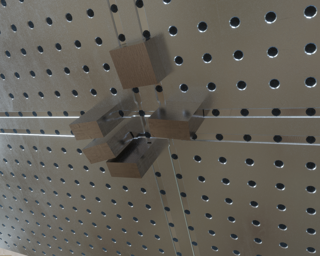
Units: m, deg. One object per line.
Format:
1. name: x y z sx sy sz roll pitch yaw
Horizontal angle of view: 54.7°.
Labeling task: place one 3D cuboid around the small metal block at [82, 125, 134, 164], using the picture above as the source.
1. small metal block: -0.075 0.024 0.447 0.050 0.050 0.025 -17 110 34

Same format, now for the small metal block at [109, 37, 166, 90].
1. small metal block: -0.026 -0.078 0.376 0.050 0.025 0.050 -5 116 30

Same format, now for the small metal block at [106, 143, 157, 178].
1. small metal block: -0.040 0.046 0.443 0.050 0.050 0.025 -2 118 29

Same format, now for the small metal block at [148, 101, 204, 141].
1. small metal block: 0.021 -0.010 0.377 0.050 0.050 0.025 5 121 25

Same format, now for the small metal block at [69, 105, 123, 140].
1. small metal block: -0.089 -0.008 0.435 0.050 0.050 0.025 -6 115 31
